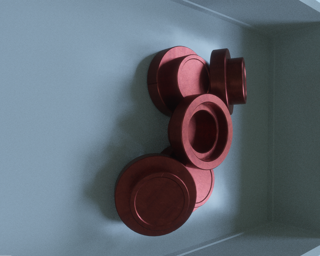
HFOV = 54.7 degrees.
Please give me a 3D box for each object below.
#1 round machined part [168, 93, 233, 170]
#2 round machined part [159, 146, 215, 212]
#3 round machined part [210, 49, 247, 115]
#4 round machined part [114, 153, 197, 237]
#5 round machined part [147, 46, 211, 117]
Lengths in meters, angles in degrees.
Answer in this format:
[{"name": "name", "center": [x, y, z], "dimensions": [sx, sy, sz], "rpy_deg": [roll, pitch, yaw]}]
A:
[{"name": "round machined part", "center": [0.049, 0.005, 0.408], "dimensions": [0.099, 0.042, 0.097], "rpy_deg": [0, 90, -40]}, {"name": "round machined part", "center": [0.038, 0.072, 0.427], "dimensions": [0.099, 0.042, 0.097], "rpy_deg": [0, 90, -40]}, {"name": "round machined part", "center": [0.103, -0.068, 0.455], "dimensions": [0.098, 0.042, 0.097], "rpy_deg": [-3, 90, -71]}, {"name": "round machined part", "center": [-0.004, 0.081, 0.365], "dimensions": [0.099, 0.042, 0.097], "rpy_deg": [-1, 94, -11]}, {"name": "round machined part", "center": [0.034, -0.063, 0.423], "dimensions": [0.099, 0.042, 0.097], "rpy_deg": [0, 90, -40]}]
